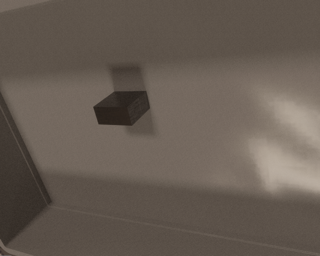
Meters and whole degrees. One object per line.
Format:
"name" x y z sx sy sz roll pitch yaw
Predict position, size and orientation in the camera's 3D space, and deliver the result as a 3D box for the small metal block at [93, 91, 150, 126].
"small metal block" -0.048 -0.026 0.400 0.050 0.050 0.025 3 120 26
